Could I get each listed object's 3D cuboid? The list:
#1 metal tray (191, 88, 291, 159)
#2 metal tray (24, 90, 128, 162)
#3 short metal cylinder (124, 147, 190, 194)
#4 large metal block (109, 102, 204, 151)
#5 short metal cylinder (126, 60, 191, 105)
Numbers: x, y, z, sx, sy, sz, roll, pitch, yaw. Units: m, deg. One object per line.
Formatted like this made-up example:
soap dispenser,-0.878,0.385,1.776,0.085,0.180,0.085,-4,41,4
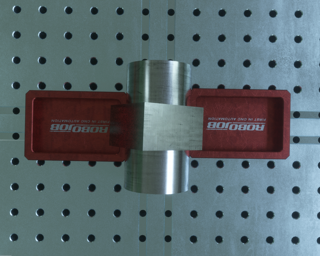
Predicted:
metal tray,0.102,-0.005,0.411,0.131,0.030,0.089,1,90,0
metal tray,-0.107,-0.003,0.409,0.131,0.030,0.089,1,90,0
short metal cylinder,-0.004,0.049,0.385,0.081,0.080,0.050,2,90,0
large metal block,-0.006,-0.001,0.371,0.081,0.080,0.050,2,90,-34
short metal cylinder,-0.001,-0.051,0.385,0.081,0.080,0.050,1,90,0
